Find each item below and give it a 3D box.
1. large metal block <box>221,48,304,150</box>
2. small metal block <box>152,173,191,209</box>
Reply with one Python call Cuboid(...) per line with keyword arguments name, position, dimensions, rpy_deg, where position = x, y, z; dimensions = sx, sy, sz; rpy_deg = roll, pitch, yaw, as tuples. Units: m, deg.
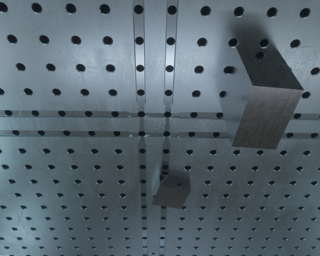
Cuboid(name="large metal block", position=(0.108, -0.034, 0.349), dimensions=(0.050, 0.080, 0.079), rpy_deg=(4, 130, -4))
Cuboid(name="small metal block", position=(0.017, 0.103, 0.500), dimensions=(0.050, 0.025, 0.050), rpy_deg=(11, 129, -10))
